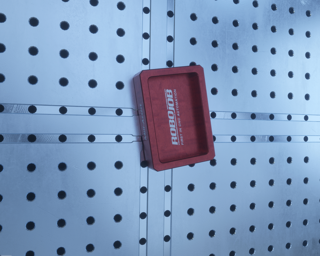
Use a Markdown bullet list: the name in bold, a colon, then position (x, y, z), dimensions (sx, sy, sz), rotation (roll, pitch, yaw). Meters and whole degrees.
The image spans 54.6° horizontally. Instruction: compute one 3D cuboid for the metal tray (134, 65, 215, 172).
- **metal tray**: position (0.020, -0.015, 0.416), dimensions (0.091, 0.030, 0.129), rotation (-9, 93, -20)
